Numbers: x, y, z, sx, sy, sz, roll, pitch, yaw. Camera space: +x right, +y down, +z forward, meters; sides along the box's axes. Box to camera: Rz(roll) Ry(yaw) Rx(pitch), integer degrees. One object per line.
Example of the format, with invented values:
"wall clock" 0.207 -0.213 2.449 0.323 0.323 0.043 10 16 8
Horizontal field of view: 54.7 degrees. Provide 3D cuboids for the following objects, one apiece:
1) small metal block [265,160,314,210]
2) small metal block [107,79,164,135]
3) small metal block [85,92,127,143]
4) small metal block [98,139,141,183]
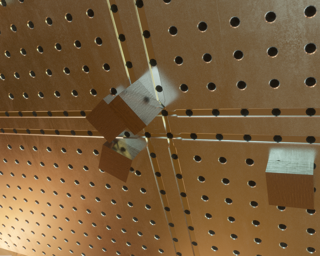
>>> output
"small metal block" 0.156 0.067 0.370 0.050 0.025 0.050 0 118 28
"small metal block" -0.030 -0.027 0.393 0.050 0.050 0.025 48 129 -6
"small metal block" -0.069 -0.014 0.437 0.050 0.025 0.050 47 129 -6
"small metal block" -0.063 0.048 0.472 0.050 0.025 0.050 27 128 11
